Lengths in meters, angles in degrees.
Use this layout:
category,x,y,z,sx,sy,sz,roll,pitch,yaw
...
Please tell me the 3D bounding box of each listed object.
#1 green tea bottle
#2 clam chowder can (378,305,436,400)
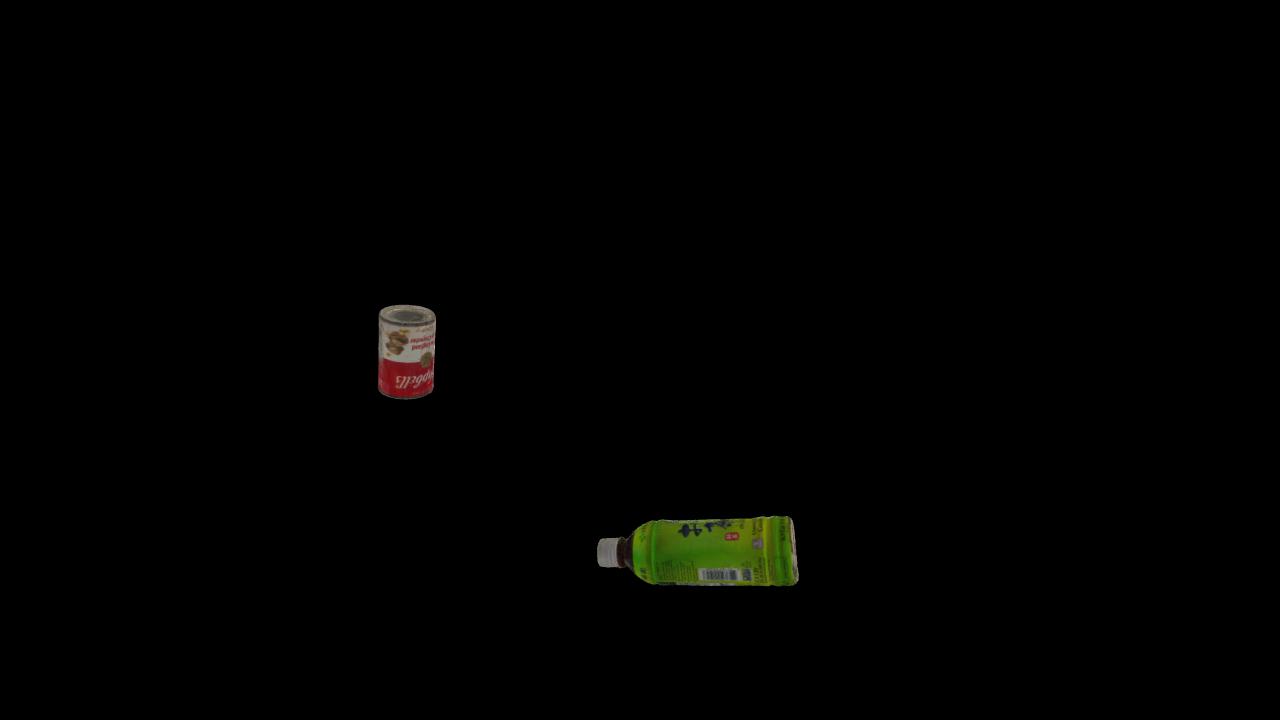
category,x,y,z,sx,sy,sz,roll,pitch,yaw
green tea bottle,0.058,0.205,0.656,0.212,0.073,0.073,-6,-1,12
clam chowder can,-0.291,-0.011,0.769,0.068,0.102,0.068,8,22,-3
